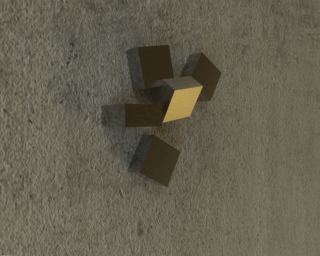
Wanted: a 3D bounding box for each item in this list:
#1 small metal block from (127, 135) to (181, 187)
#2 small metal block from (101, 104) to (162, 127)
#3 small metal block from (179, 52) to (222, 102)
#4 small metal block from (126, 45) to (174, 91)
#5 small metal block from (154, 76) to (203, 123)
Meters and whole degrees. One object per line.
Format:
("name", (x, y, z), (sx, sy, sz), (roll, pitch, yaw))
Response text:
("small metal block", (-0.007, 0.042, 0.399), (0.050, 0.025, 0.050), (34, 69, -35))
("small metal block", (-0.033, -0.014, 0.360), (0.050, 0.050, 0.025), (-2, 92, -40))
("small metal block", (0.058, -0.074, 0.453), (0.050, 0.025, 0.050), (37, 67, -34))
("small metal block", (-0.011, -0.077, 0.395), (0.050, 0.025, 0.050), (-16, 101, -39))
("small metal block", (0.022, -0.038, 0.406), (0.050, 0.025, 0.050), (-14, 138, -39))
